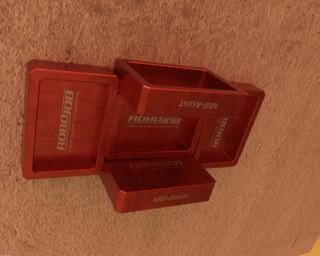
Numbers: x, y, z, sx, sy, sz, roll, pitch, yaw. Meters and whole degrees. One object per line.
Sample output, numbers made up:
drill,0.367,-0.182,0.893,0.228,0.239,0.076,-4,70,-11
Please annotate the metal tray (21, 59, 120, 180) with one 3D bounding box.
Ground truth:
metal tray,-0.102,-0.006,0.346,0.091,0.030,0.129,0,118,-29

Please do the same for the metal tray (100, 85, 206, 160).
metal tray,-0.006,-0.007,0.399,0.131,0.030,0.089,1,118,-29

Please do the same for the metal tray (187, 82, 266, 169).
metal tray,0.091,-0.002,0.456,0.091,0.030,0.129,0,118,-29

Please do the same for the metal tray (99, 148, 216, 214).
metal tray,-0.006,0.061,0.400,0.131,0.090,0.030,0,118,-29

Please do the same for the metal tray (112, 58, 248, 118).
metal tray,0.021,-0.045,0.352,0.131,0.090,0.030,0,119,-29
